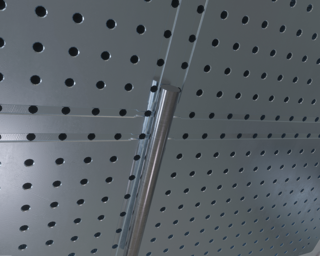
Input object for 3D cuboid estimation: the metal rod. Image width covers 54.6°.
[{"bbox_3d":[-0.018,0.081,0.450,0.025,0.025,0.298,-1,119,-28],"label":"metal rod"}]
